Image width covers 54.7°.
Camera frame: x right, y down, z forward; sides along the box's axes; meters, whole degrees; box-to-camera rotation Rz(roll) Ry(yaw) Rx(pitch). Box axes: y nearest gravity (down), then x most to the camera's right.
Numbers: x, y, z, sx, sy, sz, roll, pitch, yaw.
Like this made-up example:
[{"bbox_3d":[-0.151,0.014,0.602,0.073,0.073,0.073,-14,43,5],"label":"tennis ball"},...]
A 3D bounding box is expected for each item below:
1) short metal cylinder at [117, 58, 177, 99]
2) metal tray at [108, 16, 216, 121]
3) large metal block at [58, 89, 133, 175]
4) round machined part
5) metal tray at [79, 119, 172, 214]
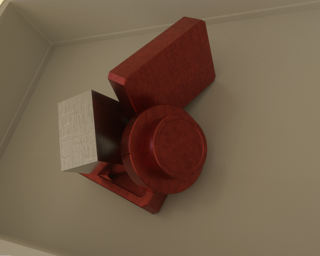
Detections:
[{"bbox_3d":[-0.014,-0.067,0.416,0.080,0.050,0.080,-24,28,14],"label":"short metal cylinder"},{"bbox_3d":[0.009,-0.062,0.374,0.131,0.090,0.030,-42,46,-21],"label":"metal tray"},{"bbox_3d":[-0.071,0.010,0.368,0.050,0.080,0.080,-17,71,25],"label":"large metal block"},{"bbox_3d":[0.011,0.021,0.332,0.042,0.098,0.098,-17,49,56],"label":"round machined part"},{"bbox_3d":[-0.039,0.040,0.394,0.130,0.030,0.090,19,71,35],"label":"metal tray"}]
